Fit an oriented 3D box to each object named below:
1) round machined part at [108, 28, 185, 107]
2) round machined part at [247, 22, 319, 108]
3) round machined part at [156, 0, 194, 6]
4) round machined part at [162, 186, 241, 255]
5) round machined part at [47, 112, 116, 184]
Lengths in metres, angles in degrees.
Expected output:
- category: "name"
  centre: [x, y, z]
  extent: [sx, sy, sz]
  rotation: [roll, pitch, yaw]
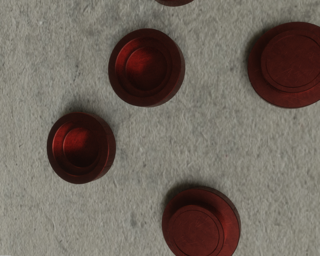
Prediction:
- category: "round machined part"
  centre: [-0.014, -0.075, 0.404]
  extent: [0.098, 0.042, 0.097]
  rotation: [0, 90, 19]
- category: "round machined part"
  centre: [0.149, -0.071, 0.348]
  extent: [0.098, 0.042, 0.097]
  rotation: [0, 90, 19]
- category: "round machined part"
  centre: [0.017, -0.211, 0.393]
  extent: [0.098, 0.042, 0.097]
  rotation: [0, 90, 19]
- category: "round machined part"
  centre: [0.048, 0.124, 0.382]
  extent: [0.098, 0.042, 0.097]
  rotation: [0, 90, 19]
- category: "round machined part"
  centre: [-0.105, 0.027, 0.436]
  extent: [0.098, 0.042, 0.097]
  rotation: [0, 90, 19]
